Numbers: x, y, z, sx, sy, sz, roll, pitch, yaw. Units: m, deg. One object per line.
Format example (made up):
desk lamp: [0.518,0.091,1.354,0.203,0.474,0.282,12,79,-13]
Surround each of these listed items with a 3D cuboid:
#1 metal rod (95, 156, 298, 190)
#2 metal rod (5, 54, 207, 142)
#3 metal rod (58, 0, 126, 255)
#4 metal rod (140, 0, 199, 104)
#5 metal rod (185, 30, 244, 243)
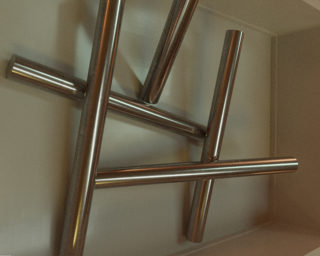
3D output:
metal rod: [0.063,0.056,0.409,0.303,0.025,0.025,0,90,-25]
metal rod: [-0.027,-0.021,0.383,0.302,0.025,0.025,18,79,-39]
metal rod: [-0.069,-0.006,0.320,0.025,0.025,0.298,8,94,-40]
metal rod: [0.034,-0.149,0.312,0.025,0.025,0.298,-13,139,-39]
metal rod: [0.076,0.015,0.437,0.025,0.025,0.298,7,96,-40]
